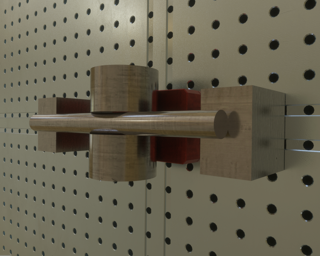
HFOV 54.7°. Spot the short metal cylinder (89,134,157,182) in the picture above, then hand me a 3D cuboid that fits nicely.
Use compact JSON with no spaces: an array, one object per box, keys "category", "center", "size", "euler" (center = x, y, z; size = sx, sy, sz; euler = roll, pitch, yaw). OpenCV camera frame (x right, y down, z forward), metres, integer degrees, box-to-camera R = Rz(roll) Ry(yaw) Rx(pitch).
[{"category":"short metal cylinder","center":[-0.044,0.032,0.371],"size":[0.080,0.081,0.050],"euler":[1,91,40]}]

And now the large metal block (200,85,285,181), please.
[{"category":"large metal block","center":[0.083,0.004,0.304],"size":[0.050,0.081,0.080],"euler":[1,91,40]}]

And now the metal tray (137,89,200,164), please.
[{"category":"metal tray","center":[-0.009,-0.003,0.414],"size":[0.130,0.030,0.089],"euler":[2,91,40]}]

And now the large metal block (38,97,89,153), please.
[{"category":"large metal block","center":[-0.142,-0.005,0.489],"size":[0.050,0.081,0.080],"euler":[1,91,40]}]

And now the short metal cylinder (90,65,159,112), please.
[{"category":"short metal cylinder","center":[-0.042,-0.043,0.369],"size":[0.080,0.081,0.050],"euler":[1,91,40]}]

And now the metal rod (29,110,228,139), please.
[{"category":"metal rod","center":[-0.064,-0.005,0.357],"size":[0.300,0.025,0.025],"euler":[1,91,40]}]
